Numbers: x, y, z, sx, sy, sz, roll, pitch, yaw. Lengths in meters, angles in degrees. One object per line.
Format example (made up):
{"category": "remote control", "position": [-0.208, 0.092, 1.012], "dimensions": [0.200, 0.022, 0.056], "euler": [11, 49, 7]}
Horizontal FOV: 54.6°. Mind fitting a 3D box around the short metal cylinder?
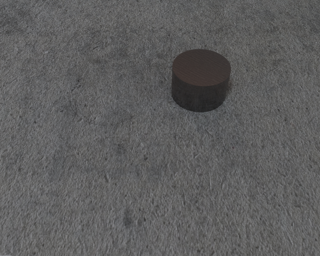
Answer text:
{"category": "short metal cylinder", "position": [0.057, -0.069, 0.445], "dimensions": [0.080, 0.050, 0.080], "euler": [0, 50, 0]}
